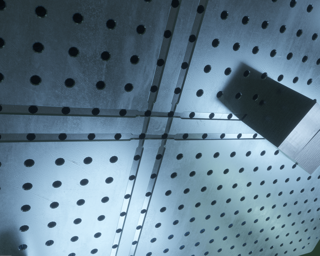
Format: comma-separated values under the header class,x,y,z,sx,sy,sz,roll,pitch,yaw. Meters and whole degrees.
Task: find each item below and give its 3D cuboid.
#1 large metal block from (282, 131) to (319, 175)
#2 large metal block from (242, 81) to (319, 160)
class,x,y,z,sx,sy,sz,roll,pitch,yaw
large metal block,0.263,0.026,0.554,0.080,0.050,0.080,34,99,-38
large metal block,0.188,-0.013,0.469,0.050,0.080,0.080,30,102,-38
